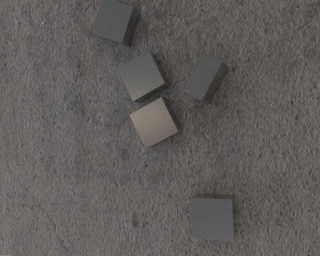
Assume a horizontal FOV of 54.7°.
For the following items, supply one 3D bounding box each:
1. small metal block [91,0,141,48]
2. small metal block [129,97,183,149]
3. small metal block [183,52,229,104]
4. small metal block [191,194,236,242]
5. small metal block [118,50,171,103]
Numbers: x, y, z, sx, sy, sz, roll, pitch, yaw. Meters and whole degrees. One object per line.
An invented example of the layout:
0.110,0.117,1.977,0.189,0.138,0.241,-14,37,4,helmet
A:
-0.061,-0.145,0.430,0.050,0.025,0.050,21,97,18,small metal block
-0.004,-0.006,0.410,0.050,0.025,0.050,-28,81,17,small metal block
0.057,-0.058,0.376,0.025,0.050,0.050,30,100,17,small metal block
0.067,0.110,0.385,0.050,0.025,0.050,-2,89,20,small metal block
-0.021,-0.068,0.416,0.050,0.025,0.050,-28,81,17,small metal block
